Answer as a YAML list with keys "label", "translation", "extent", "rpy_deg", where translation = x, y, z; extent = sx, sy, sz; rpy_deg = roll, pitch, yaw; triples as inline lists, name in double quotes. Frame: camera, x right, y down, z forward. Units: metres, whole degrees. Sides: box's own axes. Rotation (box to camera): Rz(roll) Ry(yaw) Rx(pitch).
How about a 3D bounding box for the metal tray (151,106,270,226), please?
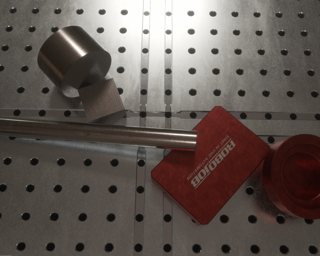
- label: "metal tray"
  translation: [0.064, 0.046, 0.393]
  extent: [0.090, 0.030, 0.130]
  rpy_deg: [42, 75, 13]

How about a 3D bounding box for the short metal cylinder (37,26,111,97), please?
- label: "short metal cylinder"
  translation: [-0.112, -0.087, 0.413]
  extent: [0.080, 0.080, 0.050]
  rpy_deg: [-41, 75, -14]

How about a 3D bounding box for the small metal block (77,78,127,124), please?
- label: "small metal block"
  translation: [-0.079, -0.034, 0.423]
  extent: [0.050, 0.025, 0.050]
  rpy_deg: [-20, 72, -8]

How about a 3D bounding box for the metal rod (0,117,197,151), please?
- label: "metal rod"
  translation: [-0.105, 0.005, 0.391]
  extent: [0.302, 0.025, 0.025]
  rpy_deg: [4, 70, 8]

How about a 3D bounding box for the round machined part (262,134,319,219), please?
- label: "round machined part"
  translation: [0.169, 0.058, 0.376]
  extent: [0.099, 0.042, 0.098]
  rpy_deg: [2, 79, -10]
